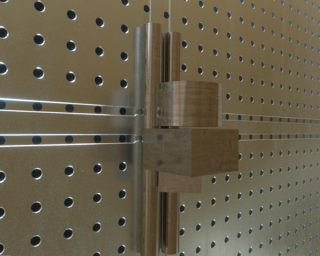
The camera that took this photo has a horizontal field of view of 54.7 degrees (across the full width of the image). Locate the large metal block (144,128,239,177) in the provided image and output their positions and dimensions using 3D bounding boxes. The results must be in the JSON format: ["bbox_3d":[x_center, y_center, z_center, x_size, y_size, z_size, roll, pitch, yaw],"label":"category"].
[{"bbox_3d":[0.037,0.026,0.374,0.081,0.080,0.050,0,90,-40],"label":"large metal block"}]

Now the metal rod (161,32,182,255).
[{"bbox_3d":[0.016,0.020,0.426,0.025,0.025,0.298,1,89,-40],"label":"metal rod"}]

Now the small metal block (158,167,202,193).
[{"bbox_3d":[0.026,0.063,0.387,0.050,0.050,0.025,3,87,-85],"label":"small metal block"}]

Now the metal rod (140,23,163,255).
[{"bbox_3d":[-0.011,0.016,0.403,0.025,0.025,0.298,1,89,-40],"label":"metal rod"}]

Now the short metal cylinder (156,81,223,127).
[{"bbox_3d":[0.036,-0.027,0.377,0.081,0.080,0.050,1,90,-40],"label":"short metal cylinder"}]
